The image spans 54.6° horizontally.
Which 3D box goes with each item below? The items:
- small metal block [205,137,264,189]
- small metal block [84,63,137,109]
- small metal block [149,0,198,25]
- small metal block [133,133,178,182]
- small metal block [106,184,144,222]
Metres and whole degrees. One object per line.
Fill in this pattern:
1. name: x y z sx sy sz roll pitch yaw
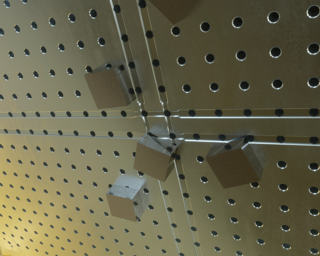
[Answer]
1. small metal block: 0.094 0.045 0.390 0.050 0.025 0.050 -22 107 36
2. small metal block: -0.066 -0.055 0.413 0.050 0.025 0.050 -4 117 30
3. small metal block: 0.015 -0.144 0.315 0.050 0.025 0.050 44 129 -3
4. small metal block: -0.007 0.043 0.442 0.050 0.025 0.050 22 127 15
5. small metal block: -0.058 0.126 0.521 0.050 0.025 0.050 6 121 25
